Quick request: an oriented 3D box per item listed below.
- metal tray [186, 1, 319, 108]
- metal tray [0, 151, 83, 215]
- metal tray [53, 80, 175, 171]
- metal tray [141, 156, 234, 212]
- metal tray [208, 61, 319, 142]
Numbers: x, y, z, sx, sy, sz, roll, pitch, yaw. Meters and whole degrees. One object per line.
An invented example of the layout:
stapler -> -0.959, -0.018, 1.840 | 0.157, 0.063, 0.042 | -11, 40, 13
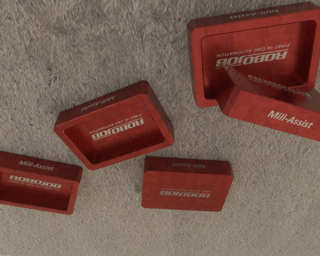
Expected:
metal tray -> 0.098, -0.075, 0.328 | 0.131, 0.030, 0.089 | -9, 125, 1
metal tray -> -0.192, 0.087, 0.475 | 0.131, 0.030, 0.089 | 13, 129, -11
metal tray -> -0.057, 0.001, 0.404 | 0.130, 0.030, 0.090 | -19, 128, 15
metal tray -> 0.039, 0.089, 0.480 | 0.131, 0.030, 0.089 | 4, 130, -4
metal tray -> 0.123, -0.031, 0.336 | 0.131, 0.090, 0.030 | 14, 119, -12
